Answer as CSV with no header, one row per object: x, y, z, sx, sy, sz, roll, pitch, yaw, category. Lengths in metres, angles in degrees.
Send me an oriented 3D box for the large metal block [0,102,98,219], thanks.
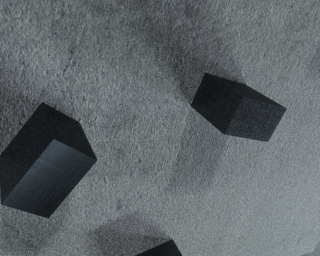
-0.120,0.032,0.325,0.080,0.080,0.050,-50,129,7,large metal block

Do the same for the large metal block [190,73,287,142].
0.101,-0.027,0.409,0.081,0.080,0.050,9,114,-33,large metal block

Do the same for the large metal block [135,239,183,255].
-0.001,0.257,0.549,0.081,0.050,0.079,-17,125,-19,large metal block
